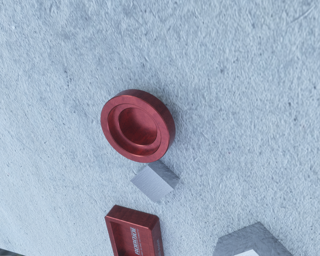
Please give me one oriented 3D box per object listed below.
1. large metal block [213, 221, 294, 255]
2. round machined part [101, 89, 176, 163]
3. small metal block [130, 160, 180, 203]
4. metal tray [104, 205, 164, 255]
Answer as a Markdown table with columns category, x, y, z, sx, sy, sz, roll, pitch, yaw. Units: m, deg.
| category | x | y | z | sx | sy | sz | roll | pitch | yaw |
| --- | --- | --- | --- | --- | --- | --- | --- | --- | --- |
| large metal block | 0.132 | 0.190 | 0.439 | 0.080 | 0.050 | 0.080 | 46 | 129 | -4 |
| round machined part | -0.025 | -0.006 | 0.405 | 0.098 | 0.042 | 0.097 | 13 | 124 | 21 |
| small metal block | -0.007 | 0.077 | 0.458 | 0.050 | 0.025 | 0.050 | 43 | 129 | -2 |
| metal tray | -0.043 | 0.203 | 0.551 | 0.090 | 0.030 | 0.129 | 8 | 122 | 24 |
